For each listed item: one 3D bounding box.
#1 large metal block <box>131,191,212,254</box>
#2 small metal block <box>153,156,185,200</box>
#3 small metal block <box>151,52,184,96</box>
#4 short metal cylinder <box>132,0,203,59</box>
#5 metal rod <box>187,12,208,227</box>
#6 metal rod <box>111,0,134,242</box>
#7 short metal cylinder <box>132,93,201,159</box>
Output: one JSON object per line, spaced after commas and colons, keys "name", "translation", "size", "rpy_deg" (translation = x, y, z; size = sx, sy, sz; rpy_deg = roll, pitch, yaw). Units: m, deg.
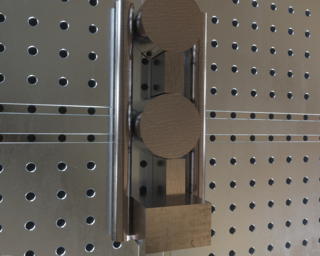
{"name": "large metal block", "translation": [0.009, 0.112, 0.387], "size": [0.081, 0.080, 0.050], "rpy_deg": [1, 90, -20]}
{"name": "small metal block", "translation": [0.011, 0.063, 0.402], "size": [0.025, 0.050, 0.050], "rpy_deg": [0, 90, -20]}
{"name": "small metal block", "translation": [0.009, -0.067, 0.401], "size": [0.025, 0.050, 0.050], "rpy_deg": [1, 90, -20]}
{"name": "short metal cylinder", "translation": [0.008, -0.132, 0.401], "size": [0.081, 0.050, 0.080], "rpy_deg": [0, 90, -20]}
{"name": "metal rod", "translation": [0.052, -0.009, 0.430], "size": [0.025, 0.025, 0.298], "rpy_deg": [1, 90, -20]}
{"name": "metal rod", "translation": [-0.048, -0.009, 0.394], "size": [0.025, 0.025, 0.298], "rpy_deg": [1, 90, -20]}
{"name": "short metal cylinder", "translation": [0.006, -0.003, 0.401], "size": [0.081, 0.050, 0.080], "rpy_deg": [0, 90, -20]}
